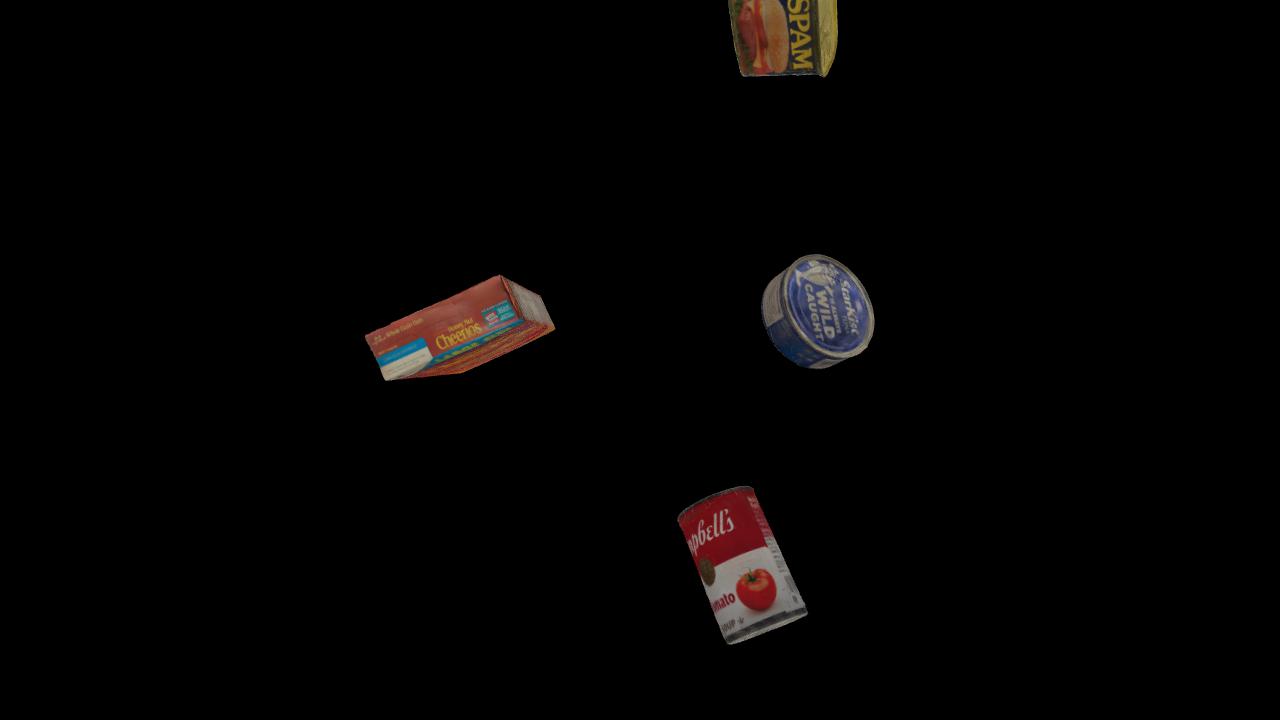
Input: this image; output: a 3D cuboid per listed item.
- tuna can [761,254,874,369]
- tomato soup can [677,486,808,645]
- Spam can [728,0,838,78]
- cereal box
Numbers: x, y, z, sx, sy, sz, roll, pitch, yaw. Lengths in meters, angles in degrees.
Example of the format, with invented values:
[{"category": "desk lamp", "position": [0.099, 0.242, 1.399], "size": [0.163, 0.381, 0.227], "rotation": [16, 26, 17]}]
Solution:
[{"category": "tuna can", "position": [0.135, -0.036, 0.471], "size": [0.084, 0.084, 0.034], "rotation": [0, -19, -25]}, {"category": "tomato soup can", "position": [0.078, 0.159, 0.478], "size": [0.068, 0.101, 0.068], "rotation": [-17, -28, -9]}, {"category": "Spam can", "position": [0.135, -0.320, 0.576], "size": [0.085, 0.058, 0.101], "rotation": [12, -32, 27]}, {"category": "cereal box", "position": [-0.258, -0.043, 0.958], "size": [0.203, 0.081, 0.306], "rotation": [-24, 1, 1]}]
